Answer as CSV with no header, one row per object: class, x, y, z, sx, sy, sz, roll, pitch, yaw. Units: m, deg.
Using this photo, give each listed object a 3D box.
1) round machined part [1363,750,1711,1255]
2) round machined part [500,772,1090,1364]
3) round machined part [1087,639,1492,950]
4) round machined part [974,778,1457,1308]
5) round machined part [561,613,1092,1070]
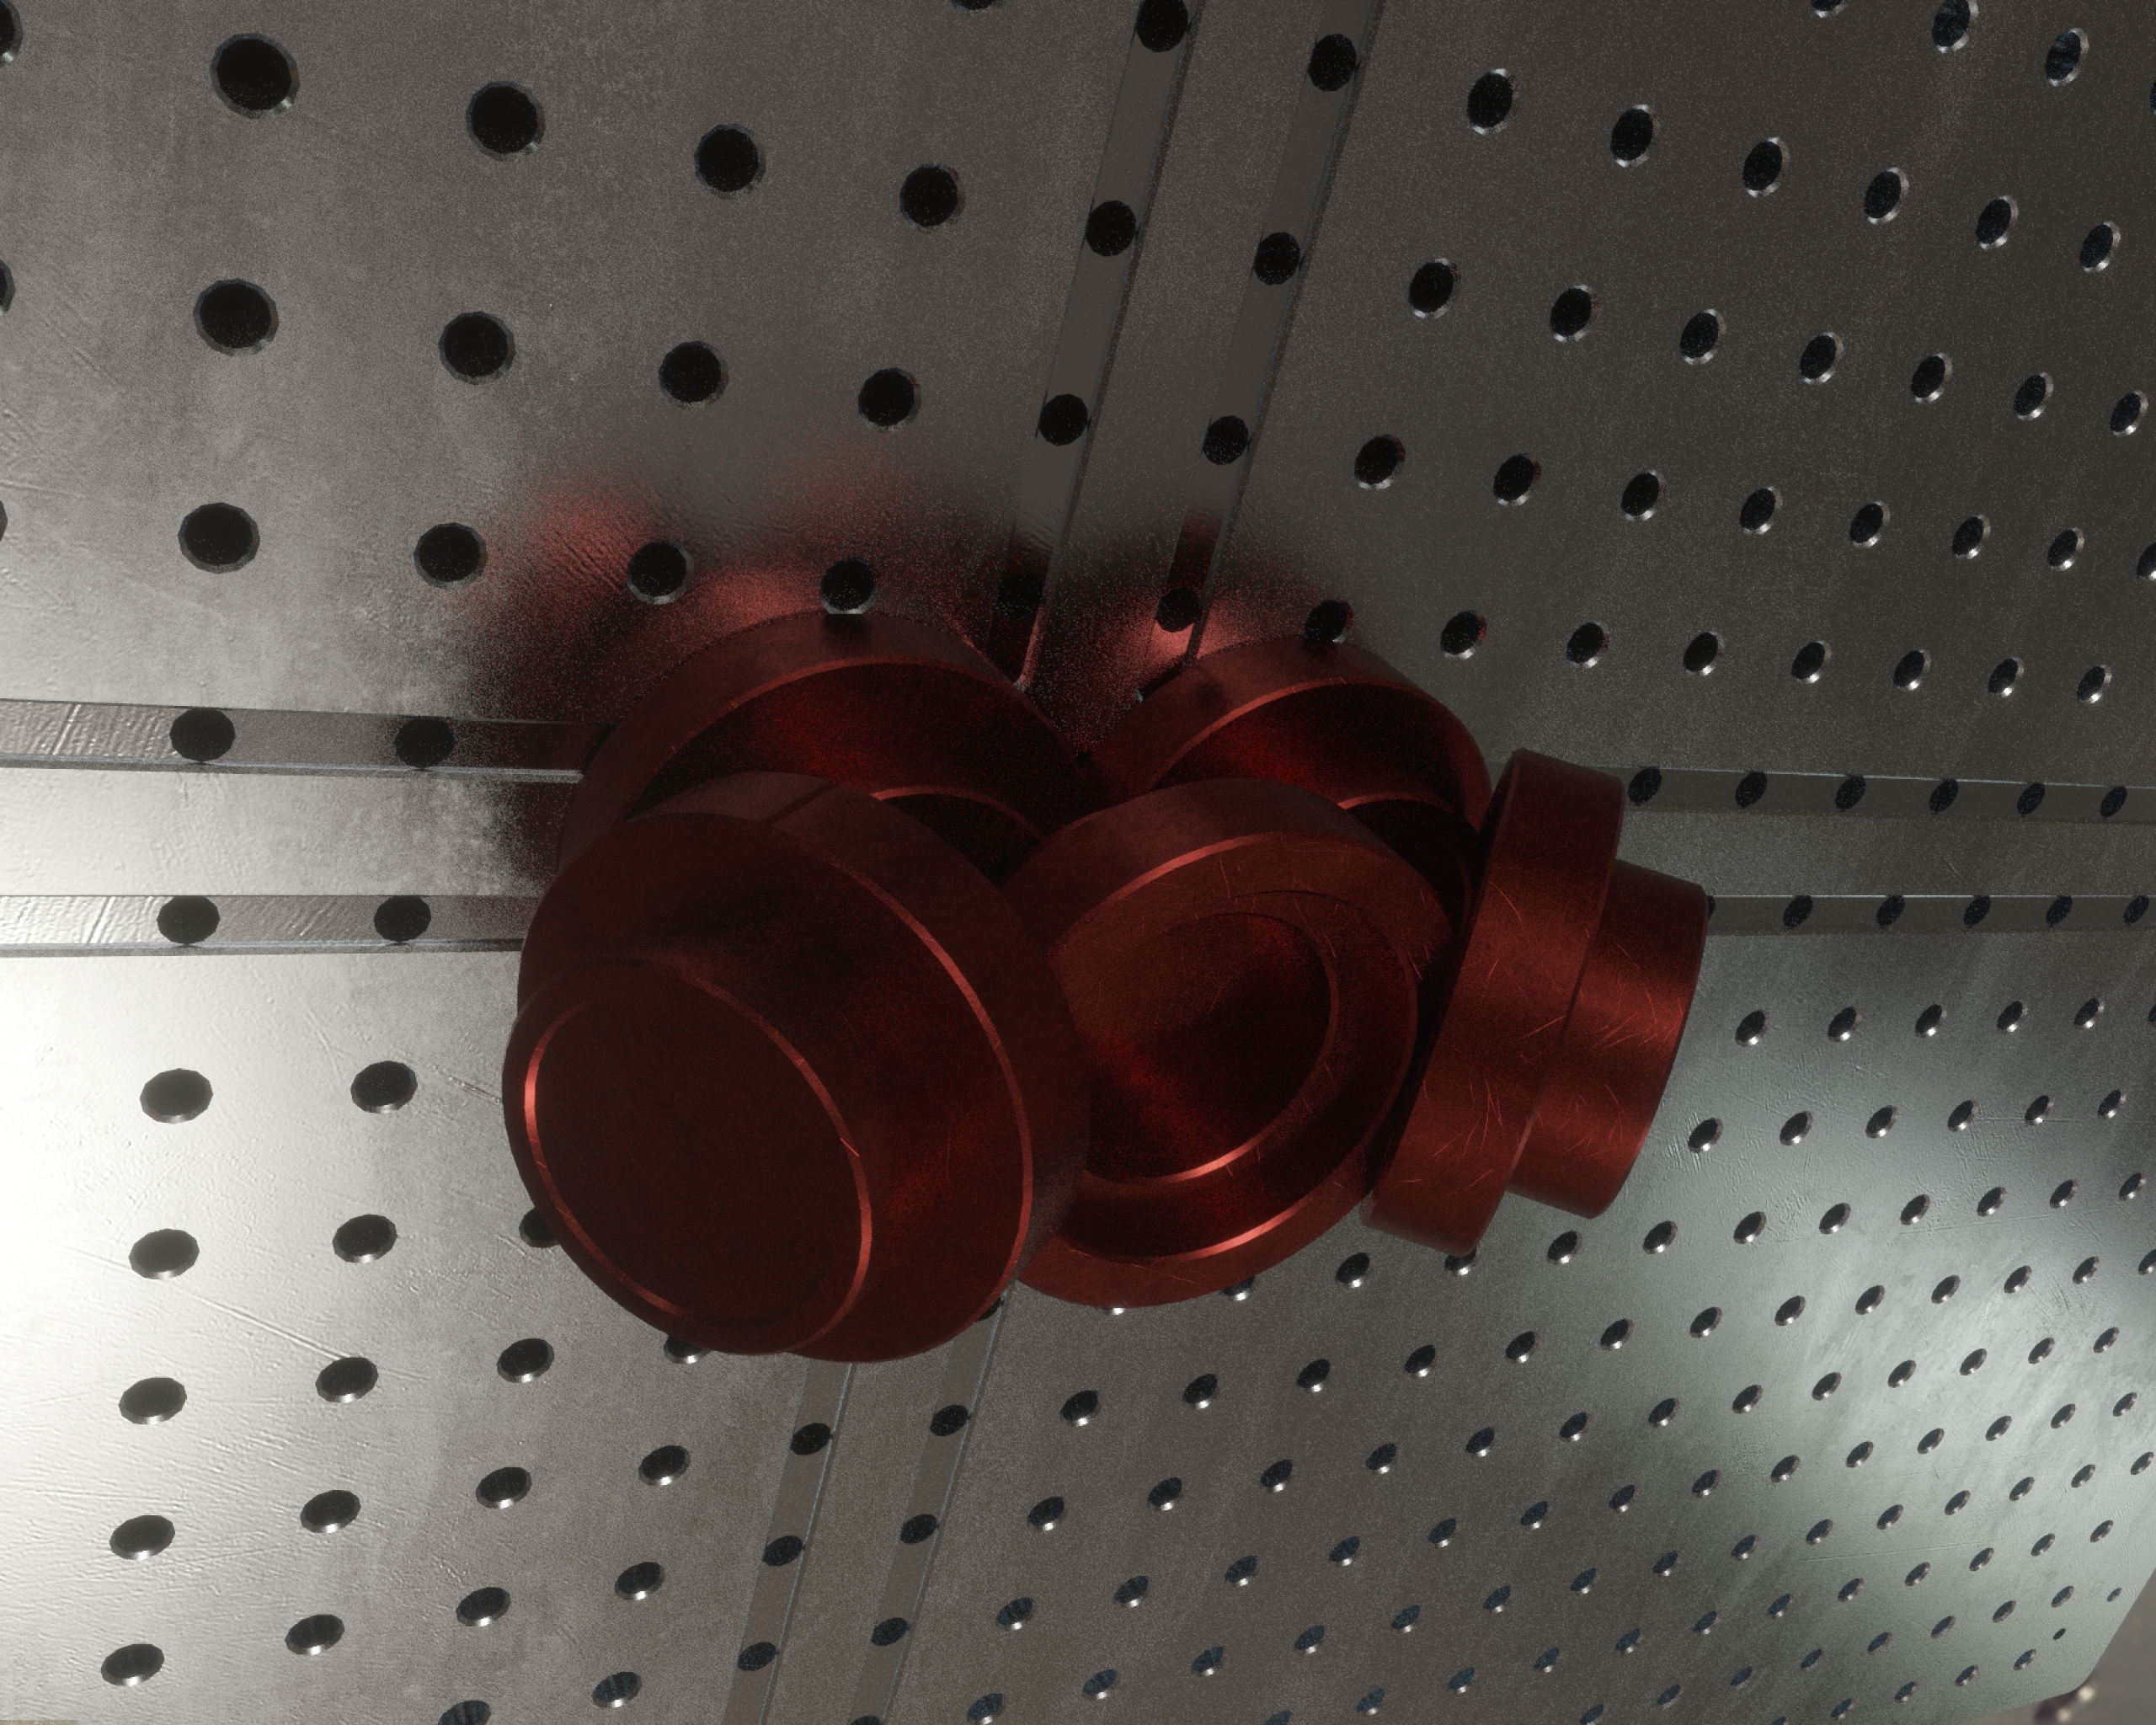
round machined part,0.090,0.030,0.404,0.042,0.098,0.097,18,115,8
round machined part,-0.051,0.038,0.331,0.042,0.098,0.097,-39,144,-55
round machined part,0.045,0.007,0.430,0.099,0.042,0.097,-14,125,-21
round machined part,0.016,0.028,0.372,0.099,0.042,0.097,-14,125,-21
round machined part,-0.041,0.007,0.383,0.099,0.042,0.097,-14,125,-21
